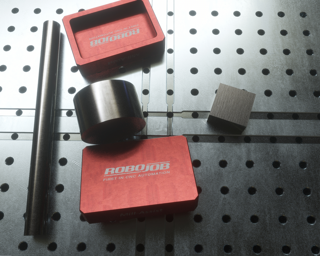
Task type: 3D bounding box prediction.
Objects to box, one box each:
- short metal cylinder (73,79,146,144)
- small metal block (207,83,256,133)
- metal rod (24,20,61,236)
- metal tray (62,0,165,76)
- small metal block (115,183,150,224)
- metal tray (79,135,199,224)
[{"bbox_3d":[-0.063,-0.018,0.389,0.081,0.080,0.050,-15,71,-6],"label":"short metal cylinder"},{"bbox_3d":[0.097,-0.027,0.422,0.050,0.025,0.050,19,71,6],"label":"small metal block"},{"bbox_3d":[-0.155,-0.014,0.415,0.025,0.025,0.299,-3,70,-1],"label":"metal rod"},{"bbox_3d":[-0.067,-0.139,0.459,0.131,0.030,0.090,-19,71,-7],"label":"metal tray"},{"bbox_3d":[-0.031,0.084,0.381,0.050,0.025,0.050,-18,71,-7],"label":"small metal block"},{"bbox_3d":[-0.026,0.059,0.373,0.131,0.030,0.090,-6,52,-3],"label":"metal tray"}]
